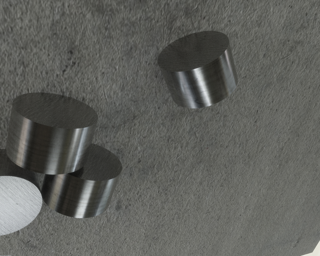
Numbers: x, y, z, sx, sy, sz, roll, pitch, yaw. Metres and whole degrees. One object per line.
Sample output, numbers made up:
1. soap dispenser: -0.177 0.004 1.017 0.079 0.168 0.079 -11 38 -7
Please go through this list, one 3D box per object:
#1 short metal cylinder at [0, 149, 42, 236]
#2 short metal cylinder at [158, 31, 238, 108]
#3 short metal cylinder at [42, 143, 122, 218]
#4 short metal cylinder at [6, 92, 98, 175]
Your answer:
1. short metal cylinder: -0.175 0.070 0.338 0.081 0.050 0.079 -14 124 -21
2. short metal cylinder: 0.044 -0.067 0.353 0.080 0.080 0.050 -31 129 -8
3. short metal cylinder: -0.090 0.057 0.357 0.081 0.080 0.050 8 115 -32
4. short metal cylinder: -0.108 0.003 0.314 0.081 0.080 0.050 5 116 -31
